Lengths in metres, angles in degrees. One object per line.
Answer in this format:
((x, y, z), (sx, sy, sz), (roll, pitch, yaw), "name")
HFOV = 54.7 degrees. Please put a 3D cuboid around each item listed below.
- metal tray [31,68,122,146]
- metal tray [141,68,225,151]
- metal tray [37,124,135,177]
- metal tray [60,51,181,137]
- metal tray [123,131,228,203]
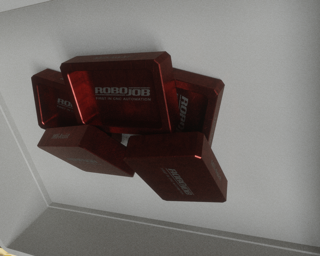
((-0.119, -0.025, 0.446), (0.130, 0.030, 0.089), (18, 126, 17), "metal tray")
((0.022, -0.006, 0.387), (0.090, 0.030, 0.129), (18, 125, 17), "metal tray")
((-0.101, 0.033, 0.431), (0.130, 0.030, 0.090), (-3, 148, 47), "metal tray")
((-0.046, -0.039, 0.363), (0.130, 0.030, 0.089), (4, 120, 26), "metal tray")
((0.025, 0.053, 0.380), (0.090, 0.030, 0.130), (-4, 145, 23), "metal tray")
